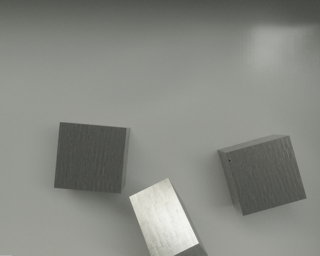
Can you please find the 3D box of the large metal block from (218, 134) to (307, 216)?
[{"bbox_3d":[0.129,0.058,0.401,0.080,0.050,0.080,-15,90,-1],"label":"large metal block"}]

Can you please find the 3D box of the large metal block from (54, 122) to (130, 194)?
[{"bbox_3d":[-0.084,0.036,0.398,0.081,0.050,0.079,5,90,-1],"label":"large metal block"}]

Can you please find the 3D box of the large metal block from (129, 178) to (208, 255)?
[{"bbox_3d":[0.012,0.118,0.369,0.050,0.080,0.080,-26,56,0],"label":"large metal block"}]
